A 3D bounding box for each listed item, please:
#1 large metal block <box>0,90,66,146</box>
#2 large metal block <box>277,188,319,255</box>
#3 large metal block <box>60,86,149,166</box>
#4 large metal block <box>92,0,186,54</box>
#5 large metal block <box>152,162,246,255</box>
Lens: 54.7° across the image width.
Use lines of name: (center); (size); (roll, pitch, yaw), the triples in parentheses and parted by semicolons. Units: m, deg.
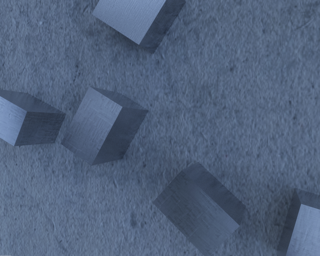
large metal block: (-0.201, -0.016, 0.449); (0.080, 0.080, 0.050); (27, 99, 17)
large metal block: (0.159, 0.116, 0.324); (0.050, 0.080, 0.079); (16, 95, 19)
large metal block: (-0.069, -0.003, 0.403); (0.050, 0.080, 0.080); (32, 100, 17)
large metal block: (-0.027, -0.157, 0.404); (0.080, 0.050, 0.080); (36, 101, 16)
large metal block: (0.049, 0.090, 0.362); (0.080, 0.080, 0.050); (43, 103, 14)
